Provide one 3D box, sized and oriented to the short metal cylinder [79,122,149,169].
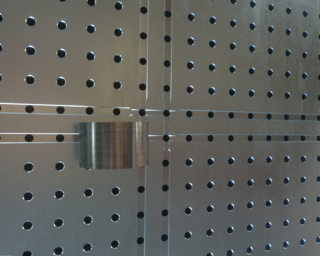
[{"bbox_3d":[-0.054,0.018,0.364,0.081,0.080,0.050,-1,91,-20],"label":"short metal cylinder"}]
